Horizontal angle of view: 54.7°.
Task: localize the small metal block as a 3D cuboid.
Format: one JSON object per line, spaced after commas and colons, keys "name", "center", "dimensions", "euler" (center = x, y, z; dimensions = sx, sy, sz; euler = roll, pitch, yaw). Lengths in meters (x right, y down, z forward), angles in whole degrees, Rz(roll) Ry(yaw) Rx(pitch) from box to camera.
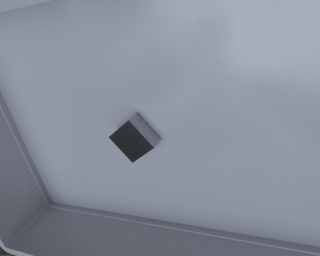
{"name": "small metal block", "center": [-0.035, 0.014, 0.434], "dimensions": [0.050, 0.025, 0.050], "euler": [48, 128, -6]}
